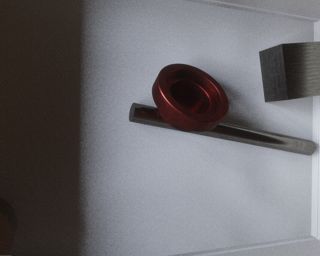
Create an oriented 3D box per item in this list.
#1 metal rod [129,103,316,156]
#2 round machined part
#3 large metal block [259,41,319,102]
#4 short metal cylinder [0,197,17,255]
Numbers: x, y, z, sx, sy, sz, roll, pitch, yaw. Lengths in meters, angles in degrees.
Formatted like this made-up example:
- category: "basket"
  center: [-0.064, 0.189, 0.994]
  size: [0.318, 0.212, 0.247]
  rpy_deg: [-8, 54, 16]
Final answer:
- category: "metal rod"
  center: [0.103, 0.006, 0.450]
  size: [0.302, 0.025, 0.025]
  rpy_deg: [11, 87, -20]
- category: "round machined part"
  center: [0.035, -0.034, 0.399]
  size: [0.099, 0.042, 0.098]
  rpy_deg: [15, 48, -17]
- category: "large metal block"
  center: [0.206, -0.085, 0.475]
  size: [0.081, 0.050, 0.079]
  rpy_deg: [-9, 93, -20]
- category: "short metal cylinder"
  center: [-0.196, 0.113, 0.325]
  size: [0.081, 0.050, 0.079]
  rpy_deg: [0, 90, -20]
